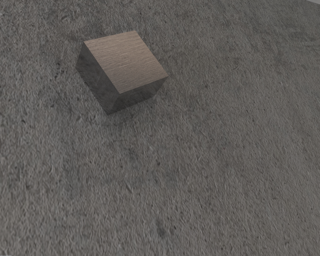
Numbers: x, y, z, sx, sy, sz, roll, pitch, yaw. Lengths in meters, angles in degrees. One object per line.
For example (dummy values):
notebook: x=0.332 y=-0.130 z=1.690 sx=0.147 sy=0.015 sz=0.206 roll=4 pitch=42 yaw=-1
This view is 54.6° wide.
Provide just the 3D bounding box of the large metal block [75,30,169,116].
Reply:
large metal block: x=-0.050 y=-0.074 z=0.405 sx=0.081 sy=0.050 sz=0.080 roll=-27 pitch=76 yaw=-37
